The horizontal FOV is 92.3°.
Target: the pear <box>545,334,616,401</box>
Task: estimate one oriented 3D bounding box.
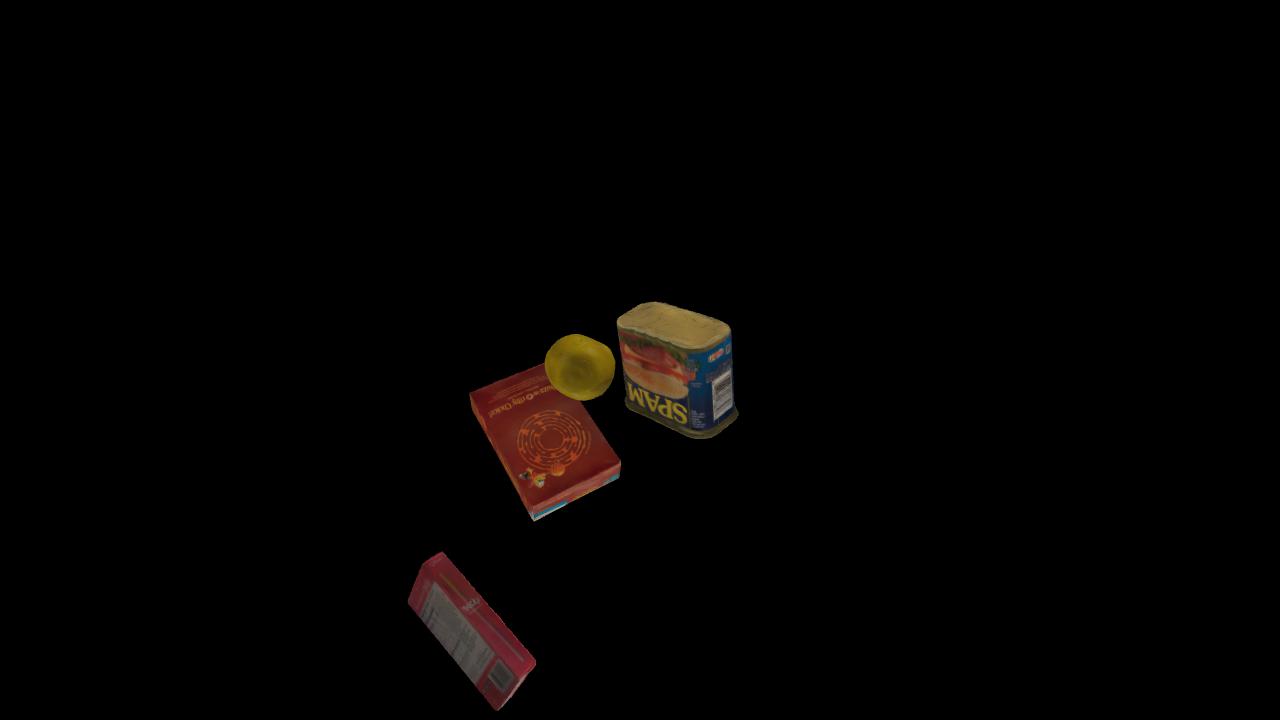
[{"bbox_3d":[-0.065,0.001,0.718,0.080,0.080,0.111,0,17,7],"label":"pear"}]

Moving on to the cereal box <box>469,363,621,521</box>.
[{"bbox_3d":[-0.202,0.160,1.295,0.203,0.306,0.081,-24,-30,-24],"label":"cereal box"}]

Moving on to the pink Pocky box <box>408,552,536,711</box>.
[{"bbox_3d":[-0.179,0.282,0.643,0.155,0.084,0.029,42,37,16],"label":"pink Pocky box"}]

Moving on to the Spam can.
[{"bbox_3d":[0.031,0.006,0.517,0.101,0.085,0.058,21,40,39],"label":"Spam can"}]
